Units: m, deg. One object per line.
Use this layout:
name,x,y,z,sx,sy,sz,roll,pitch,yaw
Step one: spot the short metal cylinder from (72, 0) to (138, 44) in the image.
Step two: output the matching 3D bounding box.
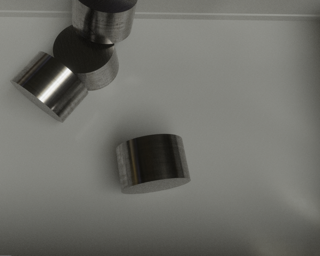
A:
short metal cylinder,-0.073,-0.156,0.402,0.081,0.050,0.080,7,58,-12

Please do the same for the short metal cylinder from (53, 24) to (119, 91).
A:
short metal cylinder,-0.101,-0.099,0.432,0.081,0.050,0.080,0,70,0

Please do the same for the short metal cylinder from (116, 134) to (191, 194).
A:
short metal cylinder,-0.008,0.044,0.364,0.081,0.080,0.050,-9,71,-3

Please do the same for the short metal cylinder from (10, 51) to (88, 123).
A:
short metal cylinder,-0.141,-0.051,0.398,0.080,0.080,0.050,34,74,11
